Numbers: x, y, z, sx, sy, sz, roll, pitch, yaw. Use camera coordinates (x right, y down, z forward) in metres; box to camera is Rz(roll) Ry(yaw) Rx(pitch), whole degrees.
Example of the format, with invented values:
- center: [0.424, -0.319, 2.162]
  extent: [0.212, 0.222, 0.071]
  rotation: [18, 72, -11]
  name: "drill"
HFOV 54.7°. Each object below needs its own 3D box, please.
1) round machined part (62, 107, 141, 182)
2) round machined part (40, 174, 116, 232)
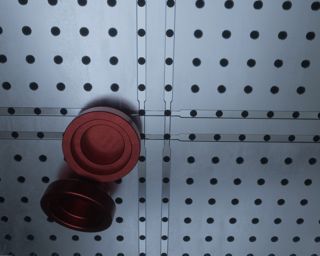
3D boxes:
- center: [-0.074, 0.019, 0.409]
  extent: [0.099, 0.042, 0.097]
  rotation: [0, 109, -1]
  name: "round machined part"
- center: [-0.108, 0.100, 0.427]
  extent: [0.099, 0.042, 0.097]
  rotation: [6, 134, 7]
  name: "round machined part"
